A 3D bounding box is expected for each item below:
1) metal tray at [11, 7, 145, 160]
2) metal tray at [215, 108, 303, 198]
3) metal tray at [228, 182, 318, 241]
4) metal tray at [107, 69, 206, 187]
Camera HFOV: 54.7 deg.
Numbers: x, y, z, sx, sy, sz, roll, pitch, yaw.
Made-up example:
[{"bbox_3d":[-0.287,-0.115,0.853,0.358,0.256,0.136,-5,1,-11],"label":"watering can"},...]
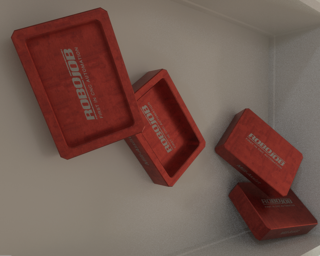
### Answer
[{"bbox_3d":[-0.078,-0.044,0.315,0.091,0.030,0.129,-21,105,-12],"label":"metal tray"},{"bbox_3d":[0.164,0.041,0.509,0.130,0.030,0.090,40,62,-5],"label":"metal tray"},{"bbox_3d":[0.189,0.135,0.517,0.131,0.090,0.030,7,126,-33],"label":"metal tray"},{"bbox_3d":[0.000,0.001,0.405,0.090,0.030,0.130,-46,118,-30],"label":"metal tray"}]
